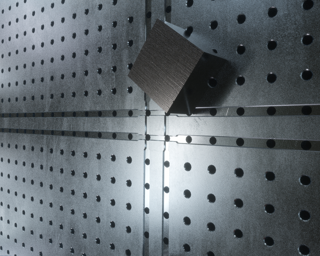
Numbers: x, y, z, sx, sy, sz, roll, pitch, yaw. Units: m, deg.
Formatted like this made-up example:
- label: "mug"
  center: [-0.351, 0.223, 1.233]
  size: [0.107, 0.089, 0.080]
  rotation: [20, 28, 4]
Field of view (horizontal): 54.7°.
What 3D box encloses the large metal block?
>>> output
- label: "large metal block"
  center: [0.018, -0.073, 0.376]
  size: [0.080, 0.050, 0.080]
  rotation: [46, 117, 30]
